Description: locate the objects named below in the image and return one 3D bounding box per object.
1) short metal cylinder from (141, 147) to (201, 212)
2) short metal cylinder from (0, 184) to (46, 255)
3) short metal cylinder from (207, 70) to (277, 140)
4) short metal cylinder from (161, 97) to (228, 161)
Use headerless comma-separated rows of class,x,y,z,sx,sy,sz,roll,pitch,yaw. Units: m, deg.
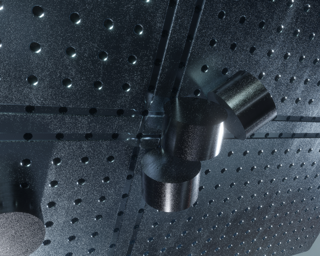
short metal cylinder,0.014,0.069,0.428,0.081,0.080,0.050,-13,124,-22
short metal cylinder,-0.182,0.113,0.367,0.081,0.050,0.079,-14,124,-21
short metal cylinder,0.109,-0.030,0.419,0.050,0.080,0.080,-36,129,-5
short metal cylinder,0.043,-0.001,0.400,0.081,0.080,0.050,-9,123,-24
